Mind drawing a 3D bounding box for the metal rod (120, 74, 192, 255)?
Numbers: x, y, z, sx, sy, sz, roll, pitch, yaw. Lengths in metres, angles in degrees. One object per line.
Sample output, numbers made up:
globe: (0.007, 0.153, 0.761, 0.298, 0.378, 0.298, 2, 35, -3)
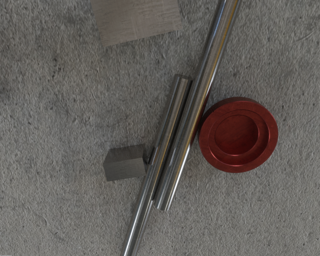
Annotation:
metal rod: (-0.011, 0.071, 0.435, 0.025, 0.025, 0.298, 15, 109, -6)

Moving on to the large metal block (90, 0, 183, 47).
large metal block: (-0.023, -0.125, 0.334, 0.080, 0.080, 0.050, -12, 110, 4)

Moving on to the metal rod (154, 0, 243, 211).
metal rod: (0.043, -0.026, 0.386, 0.025, 0.025, 0.298, 15, 110, -6)

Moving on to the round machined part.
round machined part: (0.098, 0.006, 0.404, 0.099, 0.042, 0.097, 0, 110, -1)

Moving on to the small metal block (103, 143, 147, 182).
small metal block: (-0.044, 0.045, 0.412, 0.050, 0.050, 0.025, -9, 107, 3)
